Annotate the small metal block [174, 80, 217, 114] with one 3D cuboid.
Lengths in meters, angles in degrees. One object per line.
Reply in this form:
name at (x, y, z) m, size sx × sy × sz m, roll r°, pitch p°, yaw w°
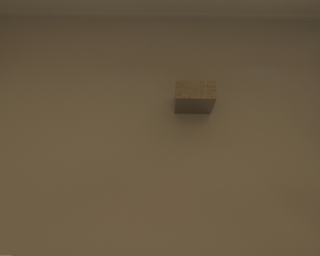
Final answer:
small metal block at (0.045, -0.040, 0.411) m, size 0.050 × 0.050 × 0.025 m, roll 1°, pitch 70°, yaw 0°
